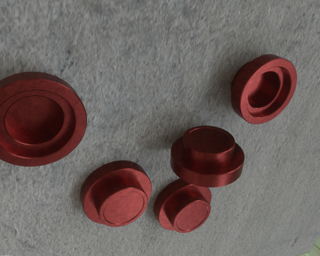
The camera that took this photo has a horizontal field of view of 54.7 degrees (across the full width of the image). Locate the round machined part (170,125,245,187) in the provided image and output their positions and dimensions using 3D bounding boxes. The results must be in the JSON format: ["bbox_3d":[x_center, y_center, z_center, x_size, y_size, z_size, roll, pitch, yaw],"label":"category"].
[{"bbox_3d":[0.064,0.031,0.416,0.099,0.098,0.042,-13,124,-22],"label":"round machined part"}]

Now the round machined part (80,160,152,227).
[{"bbox_3d":[-0.056,0.097,0.427,0.099,0.042,0.097,-14,125,-21],"label":"round machined part"}]

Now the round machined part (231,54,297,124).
[{"bbox_3d":[0.141,-0.058,0.440,0.099,0.042,0.097,-14,125,-21],"label":"round machined part"}]

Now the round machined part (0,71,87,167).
[{"bbox_3d":[-0.129,-0.012,0.318,0.099,0.042,0.097,-14,125,-21],"label":"round machined part"}]

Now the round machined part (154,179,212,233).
[{"bbox_3d":[0.043,0.130,0.502,0.099,0.042,0.097,-14,125,-21],"label":"round machined part"}]
